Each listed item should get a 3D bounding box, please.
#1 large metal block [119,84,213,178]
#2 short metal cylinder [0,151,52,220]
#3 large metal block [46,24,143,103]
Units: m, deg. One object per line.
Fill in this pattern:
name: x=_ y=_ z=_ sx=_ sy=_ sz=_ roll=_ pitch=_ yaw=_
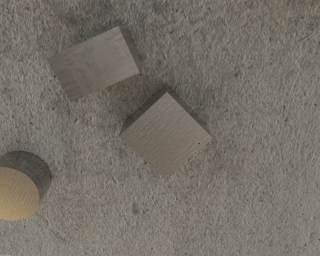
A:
large metal block: x=0.007 y=0.003 z=0.398 sx=0.080 sy=0.050 sz=0.080 roll=-42 pitch=105 yaw=14
short metal cylinder: x=-0.196 y=0.078 z=0.423 sx=0.081 sy=0.050 sz=0.079 roll=0 pitch=110 yaw=0
large metal block: x=-0.068 y=-0.077 z=0.351 sx=0.080 sy=0.080 sz=0.050 roll=-22 pitch=109 yaw=8
